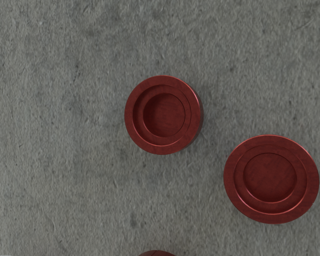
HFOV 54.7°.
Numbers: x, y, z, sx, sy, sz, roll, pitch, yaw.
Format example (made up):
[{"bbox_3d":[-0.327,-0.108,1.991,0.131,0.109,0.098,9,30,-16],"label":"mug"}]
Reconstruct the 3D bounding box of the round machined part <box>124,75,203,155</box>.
[{"bbox_3d":[0.008,-0.016,0.396,0.098,0.042,0.097,0,90,19],"label":"round machined part"}]

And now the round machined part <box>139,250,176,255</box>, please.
[{"bbox_3d":[0.001,0.206,0.399,0.098,0.042,0.097,0,90,19],"label":"round machined part"}]

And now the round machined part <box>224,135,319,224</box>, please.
[{"bbox_3d":[0.126,0.056,0.356,0.098,0.042,0.097,0,90,19],"label":"round machined part"}]
